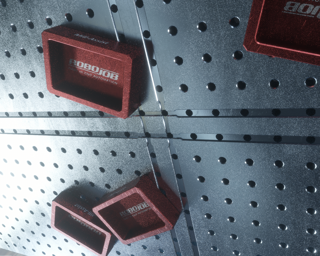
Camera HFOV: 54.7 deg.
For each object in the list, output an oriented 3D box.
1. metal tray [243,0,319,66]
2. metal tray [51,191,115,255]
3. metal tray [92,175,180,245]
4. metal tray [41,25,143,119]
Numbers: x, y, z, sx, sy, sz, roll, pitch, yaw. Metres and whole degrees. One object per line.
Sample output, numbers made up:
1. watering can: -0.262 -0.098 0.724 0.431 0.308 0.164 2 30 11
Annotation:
1. metal tray: 0.148 -0.101 0.267 0.130 0.030 0.089 17 125 18
2. metal tray: -0.147 0.187 0.598 0.130 0.030 0.089 26 127 11
3. metal tray: -0.043 0.140 0.514 0.130 0.030 0.090 -33 100 38
4. metal tray: -0.090 -0.074 0.407 0.130 0.030 0.089 19 126 16
